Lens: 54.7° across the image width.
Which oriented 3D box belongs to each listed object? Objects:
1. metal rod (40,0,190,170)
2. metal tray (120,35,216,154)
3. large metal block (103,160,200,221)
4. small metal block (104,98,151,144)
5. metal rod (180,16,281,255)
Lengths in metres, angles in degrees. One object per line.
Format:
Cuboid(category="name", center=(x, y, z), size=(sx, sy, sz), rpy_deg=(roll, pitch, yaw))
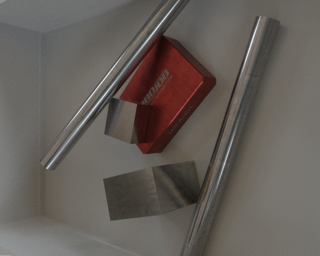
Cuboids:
Cuboid(category="metal rod", center=(-0.056, -0.062, 0.387), size=(0.299, 0.025, 0.025), rpy_deg=(-49, 60, 12))
Cuboid(category="metal tray", center=(0.000, -0.040, 0.402), size=(0.090, 0.030, 0.129), rpy_deg=(52, 120, 27))
Cuboid(category="large metal block", center=(-0.008, 0.075, 0.376), size=(0.080, 0.081, 0.050), rpy_deg=(-19, 78, 38))
Cuboid(category="small metal block", center=(-0.043, -0.010, 0.400), size=(0.050, 0.025, 0.050), rpy_deg=(17, 101, 38))
Cuboid(category="metal rod", center=(0.071, 0.030, 0.346), size=(0.025, 0.025, 0.298), rpy_deg=(25, 105, 37))
